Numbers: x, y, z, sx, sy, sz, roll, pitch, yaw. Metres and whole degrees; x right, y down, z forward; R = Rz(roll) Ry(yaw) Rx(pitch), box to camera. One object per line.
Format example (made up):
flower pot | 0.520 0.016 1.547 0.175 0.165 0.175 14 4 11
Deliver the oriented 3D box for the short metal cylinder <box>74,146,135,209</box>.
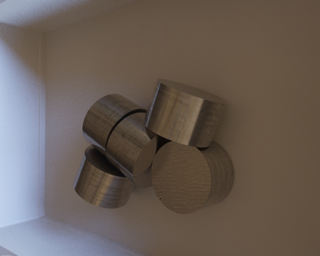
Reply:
short metal cylinder | -0.072 0.064 0.425 0.080 0.081 0.050 36 112 34

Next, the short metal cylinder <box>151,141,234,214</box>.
short metal cylinder | 0.037 0.053 0.356 0.080 0.050 0.079 0 90 39

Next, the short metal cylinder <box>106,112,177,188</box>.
short metal cylinder | -0.019 0.027 0.383 0.050 0.081 0.079 33 111 35

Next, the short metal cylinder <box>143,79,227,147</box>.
short metal cylinder | 0.027 -0.018 0.345 0.080 0.081 0.050 29 108 36

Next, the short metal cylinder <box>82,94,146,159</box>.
short metal cylinder | -0.054 0.001 0.411 0.050 0.081 0.079 32 110 35
